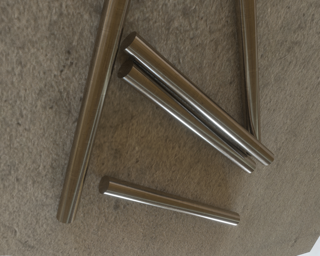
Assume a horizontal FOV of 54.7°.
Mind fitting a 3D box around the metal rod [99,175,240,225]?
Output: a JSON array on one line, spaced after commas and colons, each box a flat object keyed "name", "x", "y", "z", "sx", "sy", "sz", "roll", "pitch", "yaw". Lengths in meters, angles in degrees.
[{"name": "metal rod", "x": 0.034, "y": 0.125, "z": 0.505, "sx": 0.302, "sy": 0.025, "sz": 0.025, "roll": 24, "pitch": 105, "yaw": -37}]

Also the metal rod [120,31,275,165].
[{"name": "metal rod", "x": 0.069, "y": -0.022, "z": 0.415, "sx": 0.301, "sy": 0.025, "sz": 0.025, "roll": 35, "pitch": 99, "yaw": -34}]

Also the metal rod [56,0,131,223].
[{"name": "metal rod", "x": -0.081, "y": -0.012, "z": 0.355, "sx": 0.025, "sy": 0.025, "sz": 0.298, "roll": 5, "pitch": 116, "yaw": -31}]

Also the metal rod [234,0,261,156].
[{"name": "metal rod", "x": 0.124, "y": -0.076, "z": 0.429, "sx": 0.025, "sy": 0.025, "sz": 0.298, "roll": -26, "pitch": 128, "yaw": -13}]

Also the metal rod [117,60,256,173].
[{"name": "metal rod", "x": 0.058, "y": 0.000, "z": 0.440, "sx": 0.301, "sy": 0.025, "sz": 0.025, "roll": 34, "pitch": 99, "yaw": -39}]
